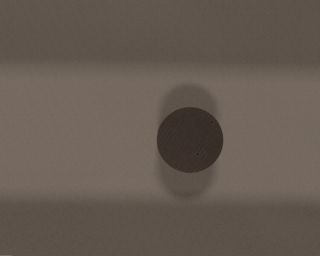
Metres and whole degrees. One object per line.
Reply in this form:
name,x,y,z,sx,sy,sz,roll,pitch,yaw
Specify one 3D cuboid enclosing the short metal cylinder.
short metal cylinder,0.036,0.014,0.399,0.081,0.050,0.079,0,90,-1
